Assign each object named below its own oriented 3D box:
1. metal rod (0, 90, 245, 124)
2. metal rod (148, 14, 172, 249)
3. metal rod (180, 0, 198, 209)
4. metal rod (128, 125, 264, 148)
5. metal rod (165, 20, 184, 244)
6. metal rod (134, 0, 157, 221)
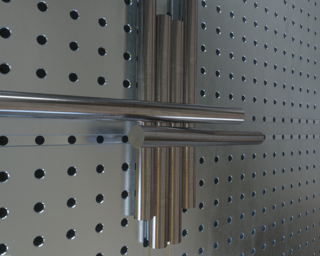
[{"bbox_3d":[-0.019,-0.020,0.362,0.302,0.025,0.025,1,90,-31],"label":"metal rod"},{"bbox_3d":[0.000,0.004,0.407,0.025,0.025,0.298,2,89,-40],"label":"metal rod"},{"bbox_3d":[0.040,-0.038,0.440,0.025,0.025,0.298,1,89,-40],"label":"metal rod"},{"bbox_3d":[0.075,0.013,0.444,0.302,0.025,0.025,2,89,-48],"label":"metal rod"},{"bbox_3d":[0.019,0.005,0.425,0.025,0.025,0.298,1,89,-40],"label":"metal rod"},{"bbox_3d":[-0.019,-0.036,0.391,0.025,0.025,0.298,1,89,-40],"label":"metal rod"}]
